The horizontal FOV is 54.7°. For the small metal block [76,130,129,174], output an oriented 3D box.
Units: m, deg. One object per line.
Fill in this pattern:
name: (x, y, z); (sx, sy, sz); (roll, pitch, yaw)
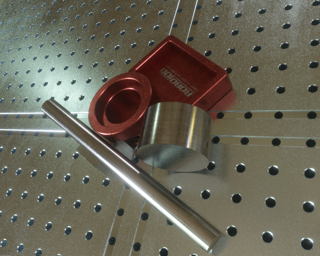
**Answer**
small metal block: (-0.080, 0.028, 0.432); (0.050, 0.025, 0.050); (32, 79, 37)

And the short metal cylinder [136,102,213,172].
short metal cylinder: (0.018, 0.013, 0.353); (0.080, 0.080, 0.050); (-4, 60, 26)

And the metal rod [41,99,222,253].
metal rod: (-0.054, 0.042, 0.383); (0.300, 0.025, 0.025); (34, 81, 29)

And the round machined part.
round machined part: (-0.046, -0.025, 0.425); (0.098, 0.042, 0.098); (-14, 55, 22)

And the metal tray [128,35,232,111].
metal tray: (0.023, -0.068, 0.432); (0.090, 0.030, 0.130); (-42, 51, -2)
